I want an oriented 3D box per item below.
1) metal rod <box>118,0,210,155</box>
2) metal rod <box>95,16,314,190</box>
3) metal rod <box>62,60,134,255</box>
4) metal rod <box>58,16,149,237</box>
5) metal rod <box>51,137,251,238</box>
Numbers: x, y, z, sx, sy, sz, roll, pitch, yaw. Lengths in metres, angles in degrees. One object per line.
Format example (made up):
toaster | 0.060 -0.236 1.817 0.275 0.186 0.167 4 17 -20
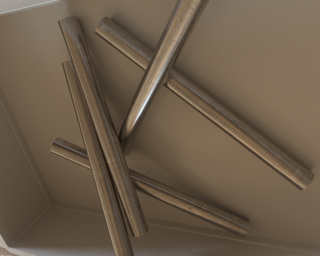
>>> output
metal rod | -0.017 -0.038 0.364 0.025 0.025 0.298 36 138 4
metal rod | 0.050 -0.030 0.363 0.300 0.025 0.025 38 129 2
metal rod | -0.082 0.055 0.426 0.025 0.025 0.298 -13 93 33
metal rod | -0.071 0.005 0.411 0.025 0.025 0.298 -11 101 33
metal rod | -0.017 0.084 0.446 0.301 0.025 0.025 23 127 5
